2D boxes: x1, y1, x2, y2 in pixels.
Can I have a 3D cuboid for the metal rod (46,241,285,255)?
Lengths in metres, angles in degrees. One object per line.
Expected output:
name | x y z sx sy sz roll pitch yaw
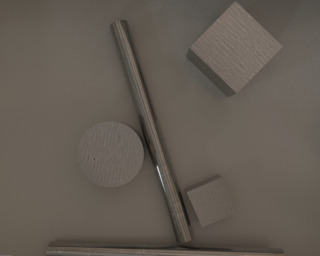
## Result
metal rod | 0.006 0.165 0.403 0.302 0.025 0.025 1 90 2

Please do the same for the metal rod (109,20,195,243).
metal rod | -0.010 0.005 0.411 0.025 0.025 0.298 -17 90 0

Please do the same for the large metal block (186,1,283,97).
large metal block | 0.092 -0.098 0.400 0.080 0.050 0.080 44 90 -1

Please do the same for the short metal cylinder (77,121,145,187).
short metal cylinder | -0.060 0.032 0.398 0.081 0.050 0.079 0 90 -1

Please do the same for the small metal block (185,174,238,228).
small metal block | 0.068 0.096 0.412 0.050 0.025 0.050 -23 90 -1
